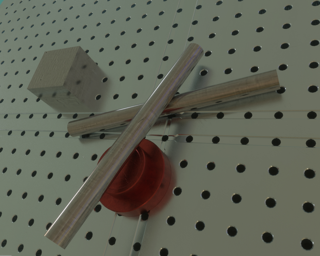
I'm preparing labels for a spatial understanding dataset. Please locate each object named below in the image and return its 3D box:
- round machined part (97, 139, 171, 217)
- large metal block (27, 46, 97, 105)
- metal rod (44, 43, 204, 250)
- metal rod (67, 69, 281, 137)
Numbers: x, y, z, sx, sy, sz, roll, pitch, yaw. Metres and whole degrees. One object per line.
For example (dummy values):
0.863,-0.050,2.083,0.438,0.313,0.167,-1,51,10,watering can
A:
-0.040,0.055,0.383,0.098,0.042,0.098,-13,56,20,round machined part
-0.166,-0.089,0.531,0.080,0.050,0.080,0,62,27,large metal block
-0.027,0.001,0.369,0.025,0.025,0.301,16,58,34,metal rod
0.004,-0.028,0.422,0.301,0.025,0.025,-12,57,21,metal rod
